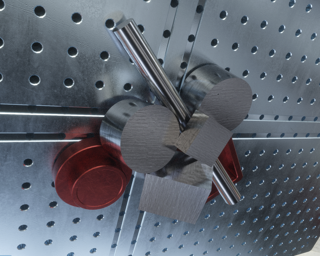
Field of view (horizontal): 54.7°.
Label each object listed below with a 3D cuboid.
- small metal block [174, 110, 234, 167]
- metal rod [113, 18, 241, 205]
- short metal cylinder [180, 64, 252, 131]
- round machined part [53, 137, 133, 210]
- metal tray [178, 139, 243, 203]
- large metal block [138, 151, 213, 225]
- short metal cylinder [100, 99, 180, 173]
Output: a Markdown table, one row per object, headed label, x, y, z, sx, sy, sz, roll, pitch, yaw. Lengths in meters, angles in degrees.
| label | x | y | z | sx | sy | sz | roll | pitch | yaw |
| --- | --- | --- | --- | --- | --- | --- | --- | --- | --- |
| small metal block | 0.053 | 0.013 | 0.376 | 0.050 | 0.025 | 0.050 | 30 | 94 | -38 |
| metal rod | 0.036 | 0.000 | 0.394 | 0.025 | 0.025 | 0.299 | -37 | 120 | -4 |
| short metal cylinder | 0.073 | -0.037 | 0.408 | 0.081 | 0.050 | 0.079 | -14 | 124 | -21 |
| round machined part | -0.080 | 0.064 | 0.390 | 0.099 | 0.042 | 0.097 | -14 | 124 | -21 |
| metal tray | 0.072 | 0.054 | 0.476 | 0.090 | 0.030 | 0.130 | -32 | 129 | -8 |
| large metal block | 0.020 | 0.077 | 0.415 | 0.080 | 0.050 | 0.079 | 14 | 132 | 1 |
| short metal cylinder | -0.024 | 0.008 | 0.368 | 0.081 | 0.050 | 0.079 | -10 | 108 | -34 |
